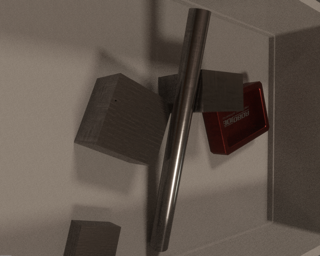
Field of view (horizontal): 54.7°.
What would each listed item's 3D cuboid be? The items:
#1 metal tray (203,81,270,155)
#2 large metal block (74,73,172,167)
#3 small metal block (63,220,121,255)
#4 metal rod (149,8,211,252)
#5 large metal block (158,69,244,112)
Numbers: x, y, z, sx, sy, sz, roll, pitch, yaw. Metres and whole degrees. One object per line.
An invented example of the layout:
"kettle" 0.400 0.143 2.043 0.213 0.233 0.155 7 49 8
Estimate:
"metal tray" 0.129 -0.019 0.513 0.131 0.030 0.089 -23 105 -38
"large metal block" -0.040 -0.007 0.359 0.080 0.050 0.080 27 73 -37
"small metal block" -0.076 0.132 0.345 0.050 0.025 0.050 18 79 -39
"metal rod" 0.022 0.013 0.377 0.025 0.025 0.298 -2 106 -40
"large metal block" 0.055 -0.046 0.419 0.081 0.080 0.050 -3 92 -40
